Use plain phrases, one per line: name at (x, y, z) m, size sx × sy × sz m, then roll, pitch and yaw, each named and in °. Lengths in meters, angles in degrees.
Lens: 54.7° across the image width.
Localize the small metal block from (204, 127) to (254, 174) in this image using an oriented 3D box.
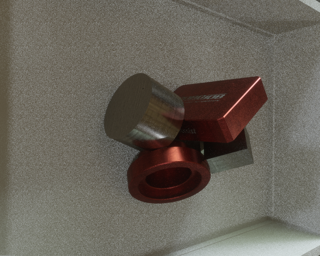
small metal block at (0.080, 0.022, 0.369) m, size 0.025 × 0.050 × 0.050 m, roll 58°, pitch 25°, yaw -33°

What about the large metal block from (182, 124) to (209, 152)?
large metal block at (0.065, 0.012, 0.435) m, size 0.081 × 0.050 × 0.079 m, roll -18°, pitch 107°, yaw -39°

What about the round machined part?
round machined part at (0.009, 0.051, 0.379) m, size 0.098 × 0.098 × 0.042 m, roll 26°, pitch 38°, yaw -38°

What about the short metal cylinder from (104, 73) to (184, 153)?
short metal cylinder at (-0.019, -0.015, 0.354) m, size 0.050 × 0.080 × 0.080 m, roll 29°, pitch 72°, yaw -37°

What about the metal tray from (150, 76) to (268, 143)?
metal tray at (0.052, -0.023, 0.381) m, size 0.090 × 0.130 × 0.030 m, roll -43°, pitch 117°, yaw -32°
